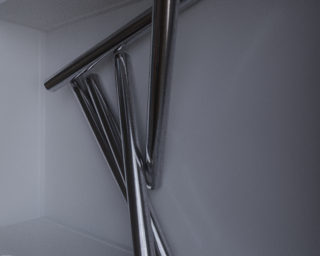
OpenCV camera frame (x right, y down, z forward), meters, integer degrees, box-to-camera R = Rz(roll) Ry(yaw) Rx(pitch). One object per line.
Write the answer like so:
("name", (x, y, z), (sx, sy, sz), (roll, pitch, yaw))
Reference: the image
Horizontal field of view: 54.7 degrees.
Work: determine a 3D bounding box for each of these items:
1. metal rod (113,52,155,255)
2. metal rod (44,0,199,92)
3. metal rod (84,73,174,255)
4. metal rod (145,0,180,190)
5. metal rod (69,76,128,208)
("metal rod", (-0.035, 0.034, 0.395), (0.025, 0.025, 0.299), (-26, 62, 36))
("metal rod", (-0.064, -0.120, 0.438), (0.300, 0.025, 0.025), (-23, 76, 31))
("metal rod", (-0.049, 0.045, 0.433), (0.025, 0.025, 0.299), (-41, 62, 32))
("metal rod", (0.000, -0.049, 0.333), (0.025, 0.025, 0.298), (32, 132, 35))
("metal rod", (-0.083, 0.020, 0.472), (0.025, 0.025, 0.299), (-44, 64, 31))
